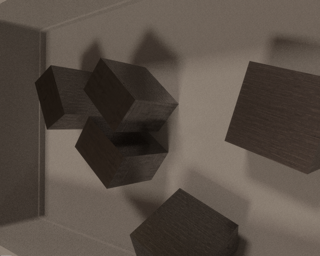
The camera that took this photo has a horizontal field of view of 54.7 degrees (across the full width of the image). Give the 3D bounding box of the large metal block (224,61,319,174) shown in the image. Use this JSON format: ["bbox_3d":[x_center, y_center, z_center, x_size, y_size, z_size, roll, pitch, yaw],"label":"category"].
[{"bbox_3d":[0.119,-0.012,0.292,0.080,0.050,0.079,24,105,37],"label":"large metal block"}]

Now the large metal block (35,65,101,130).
[{"bbox_3d":[-0.135,-0.044,0.480,0.050,0.081,0.080,-32,70,35],"label":"large metal block"}]

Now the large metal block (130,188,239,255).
[{"bbox_3d":[0.028,0.125,0.337,0.080,0.080,0.050,27,140,36],"label":"large metal block"}]

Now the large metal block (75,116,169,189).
[{"bbox_3d":[-0.051,0.029,0.411,0.080,0.081,0.050,44,117,30],"label":"large metal block"}]

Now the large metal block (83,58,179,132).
[{"bbox_3d":[-0.037,-0.040,0.400,0.080,0.081,0.050,51,120,27],"label":"large metal block"}]
